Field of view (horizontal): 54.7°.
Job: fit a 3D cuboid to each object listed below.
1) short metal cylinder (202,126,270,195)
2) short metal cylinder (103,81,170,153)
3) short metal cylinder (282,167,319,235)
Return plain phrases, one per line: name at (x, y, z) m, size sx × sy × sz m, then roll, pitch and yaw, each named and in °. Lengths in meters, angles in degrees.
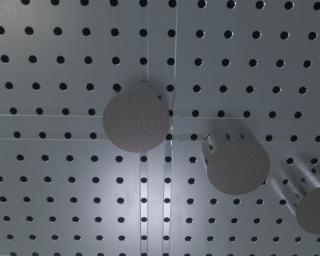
short metal cylinder at (0.100, 0.042, 0.416) m, size 0.081 × 0.050 × 0.079 m, roll 0°, pitch 110°, yaw 0°
short metal cylinder at (-0.028, -0.015, 0.394) m, size 0.081 × 0.050 × 0.079 m, roll 0°, pitch 110°, yaw 0°
short metal cylinder at (0.223, 0.103, 0.440) m, size 0.081 × 0.050 × 0.079 m, roll 0°, pitch 110°, yaw 0°
